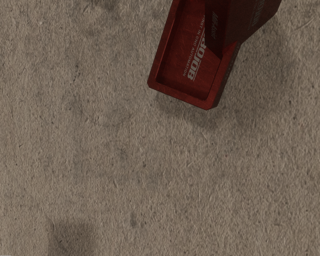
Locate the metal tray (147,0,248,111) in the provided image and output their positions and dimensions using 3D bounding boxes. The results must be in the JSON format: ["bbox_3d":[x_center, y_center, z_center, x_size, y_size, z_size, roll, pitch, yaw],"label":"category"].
[{"bbox_3d":[0.046,-0.097,0.378,0.090,0.030,0.129,24,106,18],"label":"metal tray"}]

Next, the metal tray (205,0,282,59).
[{"bbox_3d":[0.088,-0.131,0.311,0.090,0.130,0.030,-42,77,-2],"label":"metal tray"}]
